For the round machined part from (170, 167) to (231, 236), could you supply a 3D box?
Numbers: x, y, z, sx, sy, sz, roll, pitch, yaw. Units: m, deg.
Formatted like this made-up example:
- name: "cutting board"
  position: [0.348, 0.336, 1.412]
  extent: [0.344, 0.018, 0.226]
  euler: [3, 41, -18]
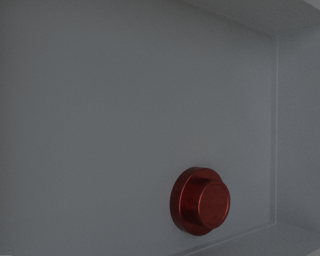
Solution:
- name: "round machined part"
  position: [0.065, 0.107, 0.449]
  extent: [0.099, 0.042, 0.097]
  euler: [0, 90, -40]
